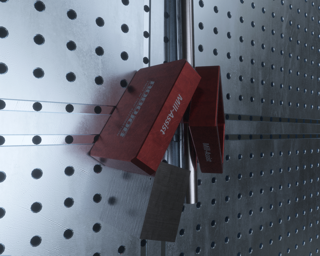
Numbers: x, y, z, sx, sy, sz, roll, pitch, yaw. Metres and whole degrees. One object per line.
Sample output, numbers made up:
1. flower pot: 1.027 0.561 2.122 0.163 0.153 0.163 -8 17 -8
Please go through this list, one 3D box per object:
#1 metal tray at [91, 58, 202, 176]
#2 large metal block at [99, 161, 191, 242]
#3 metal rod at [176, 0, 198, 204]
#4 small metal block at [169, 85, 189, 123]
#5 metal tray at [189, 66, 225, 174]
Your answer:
1. metal tray: -0.017 -0.015 0.354 0.030 0.090 0.130 41 65 -33
2. large metal block: -0.018 0.079 0.360 0.050 0.080 0.080 23 76 -38
3. metal rod: 0.039 -0.043 0.443 0.025 0.025 0.298 -3 92 -40
4. small metal block: 0.023 -0.031 0.414 0.025 0.050 0.050 -1 91 -40
5. metal tray: 0.066 -0.007 0.408 0.130 0.030 0.090 68 27 -54
